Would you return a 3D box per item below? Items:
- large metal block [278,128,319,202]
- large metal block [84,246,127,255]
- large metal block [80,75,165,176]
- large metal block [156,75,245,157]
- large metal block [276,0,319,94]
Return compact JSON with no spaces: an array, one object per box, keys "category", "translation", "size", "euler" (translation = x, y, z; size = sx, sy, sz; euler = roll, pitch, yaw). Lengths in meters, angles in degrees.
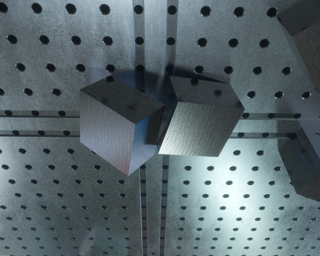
[{"category":"large metal block","translation":[0.223,0.056,0.427],"size":[0.080,0.080,0.050],"euler":[21,127,-17]},{"category":"large metal block","translation":[-0.124,0.299,0.648],"size":[0.080,0.050,0.080],"euler":[25,126,-20]},{"category":"large metal block","translation":[-0.048,-0.004,0.366],"size":[0.080,0.050,0.079],"euler":[31,134,22]},{"category":"large metal block","translation":[0.042,-0.012,0.378],"size":[0.081,0.050,0.079],"euler":[5,131,-18]},{"category":"large metal block","translation":[0.180,-0.095,0.317],"size":[0.080,0.050,0.080],"euler":[-29,125,22]}]
